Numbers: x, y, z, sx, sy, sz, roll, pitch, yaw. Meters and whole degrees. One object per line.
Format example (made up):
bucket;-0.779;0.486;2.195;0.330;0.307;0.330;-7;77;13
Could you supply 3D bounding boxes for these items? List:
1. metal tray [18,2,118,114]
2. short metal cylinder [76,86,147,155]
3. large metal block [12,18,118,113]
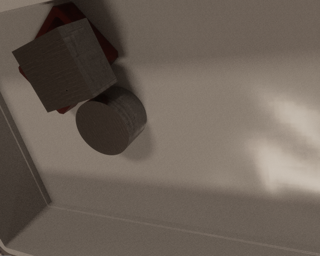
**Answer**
metal tray;-0.126;-0.088;0.415;0.090;0.030;0.129;48;129;-6
short metal cylinder;-0.065;-0.010;0.419;0.080;0.050;0.079;13;124;20
large metal block;-0.110;-0.072;0.365;0.080;0.050;0.080;-12;112;33
